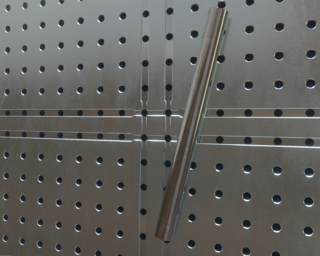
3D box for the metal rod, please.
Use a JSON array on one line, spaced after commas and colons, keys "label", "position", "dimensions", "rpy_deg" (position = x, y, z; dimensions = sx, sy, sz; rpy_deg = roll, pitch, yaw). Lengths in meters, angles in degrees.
[{"label": "metal rod", "position": [0.039, -0.001, 0.398], "dimensions": [0.025, 0.025, 0.298], "rpy_deg": [15, 95, 19]}]
